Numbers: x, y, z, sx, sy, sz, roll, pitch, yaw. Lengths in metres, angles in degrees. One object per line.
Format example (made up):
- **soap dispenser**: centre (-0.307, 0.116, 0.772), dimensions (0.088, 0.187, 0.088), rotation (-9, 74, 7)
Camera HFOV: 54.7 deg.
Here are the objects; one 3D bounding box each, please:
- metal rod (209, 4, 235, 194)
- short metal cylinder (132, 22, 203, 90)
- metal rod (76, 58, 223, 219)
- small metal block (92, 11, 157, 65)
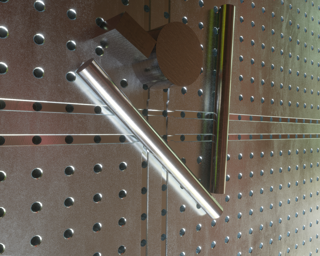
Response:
- **metal rod**: centre (0.099, -0.047, 0.494), dimensions (0.025, 0.025, 0.298), rotation (6, 86, -40)
- **short metal cylinder**: centre (0.010, -0.092, 0.403), dimensions (0.081, 0.050, 0.079), rotation (0, 90, -40)
- **metal rod**: centre (0.002, 0.031, 0.413), dimensions (0.300, 0.025, 0.025), rotation (50, 61, -29)
- **small metal block**: centre (-0.041, -0.102, 0.360), dimensions (0.050, 0.050, 0.025), rotation (37, 67, -34)
